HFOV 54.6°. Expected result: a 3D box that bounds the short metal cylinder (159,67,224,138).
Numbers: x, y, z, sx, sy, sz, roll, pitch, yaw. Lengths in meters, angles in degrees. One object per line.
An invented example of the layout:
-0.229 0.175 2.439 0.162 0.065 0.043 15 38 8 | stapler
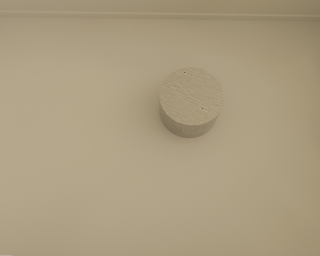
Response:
0.040 -0.032 0.408 0.080 0.050 0.080 0 70 0 | short metal cylinder
